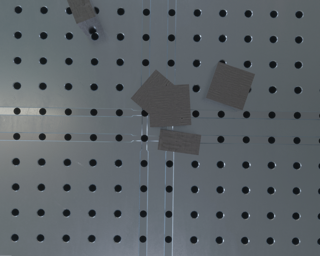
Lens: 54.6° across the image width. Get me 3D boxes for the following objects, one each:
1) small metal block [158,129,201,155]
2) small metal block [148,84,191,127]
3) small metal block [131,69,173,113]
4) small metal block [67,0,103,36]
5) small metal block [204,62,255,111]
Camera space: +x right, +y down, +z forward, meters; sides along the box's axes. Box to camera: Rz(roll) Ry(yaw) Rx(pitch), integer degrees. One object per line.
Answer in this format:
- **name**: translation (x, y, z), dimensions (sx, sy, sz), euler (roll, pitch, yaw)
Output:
- **small metal block**: translation (0.024, 0.017, 0.401), dimensions (0.050, 0.050, 0.025), euler (8, 90, 0)
- **small metal block**: translation (0.012, -0.027, 0.389), dimensions (0.050, 0.025, 0.050), euler (-3, 90, 0)
- **small metal block**: translation (-0.002, -0.041, 0.413), dimensions (0.050, 0.025, 0.050), euler (41, 90, 0)
- **small metal block**: translation (-0.099, -0.154, 0.400), dimensions (0.025, 0.050, 0.050), euler (-22, 90, 0)
- **small metal block**: translation (0.091, -0.055, 0.414), dimensions (0.050, 0.025, 0.050), euler (19, 90, 0)
